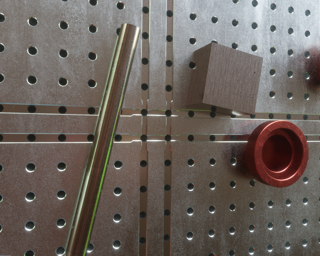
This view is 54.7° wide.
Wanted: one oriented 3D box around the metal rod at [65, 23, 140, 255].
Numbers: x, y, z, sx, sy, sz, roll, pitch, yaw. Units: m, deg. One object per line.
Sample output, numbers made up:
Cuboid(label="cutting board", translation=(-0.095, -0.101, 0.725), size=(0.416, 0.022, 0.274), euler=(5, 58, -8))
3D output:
Cuboid(label="metal rod", translation=(-0.070, 0.016, 0.386), size=(0.025, 0.025, 0.298), euler=(14, 85, -20))

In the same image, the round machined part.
Cuboid(label="round machined part", translation=(0.170, 0.037, 0.466), size=(0.099, 0.042, 0.097), euler=(0, 90, -20))

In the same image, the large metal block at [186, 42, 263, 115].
Cuboid(label="large metal block", translation=(0.089, -0.064, 0.432), size=(0.081, 0.050, 0.080), euler=(11, 86, -20))
